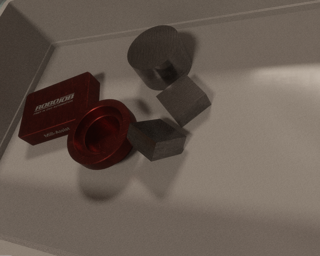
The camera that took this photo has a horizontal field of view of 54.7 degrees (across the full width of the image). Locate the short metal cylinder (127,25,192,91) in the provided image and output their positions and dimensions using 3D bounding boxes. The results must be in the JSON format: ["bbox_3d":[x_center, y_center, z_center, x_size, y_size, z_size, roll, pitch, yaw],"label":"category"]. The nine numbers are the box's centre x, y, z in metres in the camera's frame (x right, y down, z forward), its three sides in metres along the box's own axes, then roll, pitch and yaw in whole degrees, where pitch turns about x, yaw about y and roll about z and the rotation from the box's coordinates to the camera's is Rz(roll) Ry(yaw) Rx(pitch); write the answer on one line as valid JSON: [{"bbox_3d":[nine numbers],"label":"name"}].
[{"bbox_3d":[0.000,-0.102,0.451,0.080,0.050,0.080,-13,56,20],"label":"short metal cylinder"}]

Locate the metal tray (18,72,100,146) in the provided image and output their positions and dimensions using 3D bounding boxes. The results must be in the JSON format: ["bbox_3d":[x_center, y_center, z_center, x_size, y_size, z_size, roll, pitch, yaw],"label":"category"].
[{"bbox_3d":[-0.163,-0.031,0.505,0.130,0.030,0.090,-16,55,18],"label":"metal tray"}]

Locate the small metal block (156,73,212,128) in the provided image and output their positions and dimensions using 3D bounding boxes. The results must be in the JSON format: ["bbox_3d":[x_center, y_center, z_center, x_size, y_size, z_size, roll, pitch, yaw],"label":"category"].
[{"bbox_3d":[0.031,-0.037,0.411,0.050,0.025,0.050,-38,51,2],"label":"small metal block"}]

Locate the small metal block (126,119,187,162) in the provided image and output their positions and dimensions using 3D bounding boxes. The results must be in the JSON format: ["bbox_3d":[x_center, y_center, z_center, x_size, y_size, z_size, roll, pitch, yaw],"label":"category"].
[{"bbox_3d":[-0.005,0.013,0.380,0.050,0.050,0.025,35,121,38],"label":"small metal block"}]

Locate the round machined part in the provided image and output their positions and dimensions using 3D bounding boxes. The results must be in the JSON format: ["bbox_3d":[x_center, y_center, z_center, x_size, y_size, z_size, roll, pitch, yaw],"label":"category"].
[{"bbox_3d":[-0.074,0.012,0.424,0.098,0.042,0.098,-13,56,20],"label":"round machined part"}]
